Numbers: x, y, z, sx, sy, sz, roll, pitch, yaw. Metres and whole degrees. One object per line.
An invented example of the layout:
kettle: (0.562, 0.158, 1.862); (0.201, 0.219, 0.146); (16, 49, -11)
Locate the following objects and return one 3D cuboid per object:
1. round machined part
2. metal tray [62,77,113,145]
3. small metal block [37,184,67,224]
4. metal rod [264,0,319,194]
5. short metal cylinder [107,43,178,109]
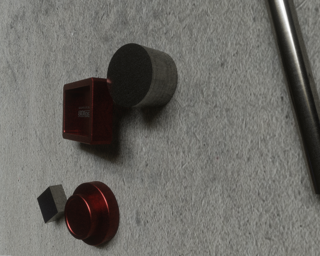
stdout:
round machined part: (-0.112, 0.135, 0.484); (0.098, 0.042, 0.097); (0, 90, 39)
metal tray: (-0.113, -0.025, 0.468); (0.130, 0.030, 0.089); (4, 93, 56)
small metal block: (-0.193, 0.137, 0.561); (0.050, 0.025, 0.050); (-41, 66, 32)
metal rod: (0.125, -0.088, 0.301); (0.025, 0.025, 0.298); (-17, 79, 38)
short metal cylinder: (-0.024, -0.066, 0.406); (0.080, 0.050, 0.079); (0, 90, 39)
